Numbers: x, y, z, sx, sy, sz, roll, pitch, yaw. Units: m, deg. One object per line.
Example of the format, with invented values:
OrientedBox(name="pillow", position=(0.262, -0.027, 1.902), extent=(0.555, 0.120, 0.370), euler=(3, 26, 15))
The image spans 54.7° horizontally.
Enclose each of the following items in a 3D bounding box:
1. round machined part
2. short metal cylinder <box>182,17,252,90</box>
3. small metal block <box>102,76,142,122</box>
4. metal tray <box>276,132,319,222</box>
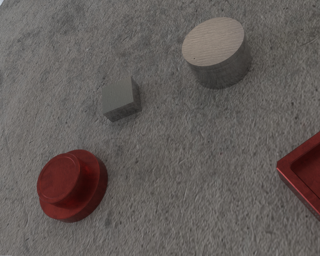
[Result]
OrientedBox(name="round machined part", position=(-0.123, 0.072, 0.413), extent=(0.098, 0.042, 0.098), euler=(-13, 56, 21))
OrientedBox(name="short metal cylinder", position=(0.076, -0.098, 0.408), extent=(0.080, 0.050, 0.080), euler=(-13, 56, 21))
OrientedBox(name="small metal block", position=(-0.057, -0.043, 0.460), extent=(0.050, 0.025, 0.050), euler=(-20, 54, 16))
OrientedBox(name="metal tray", position=(0.181, 0.057, 0.270), extent=(0.090, 0.030, 0.130), euler=(-37, 51, 3))
